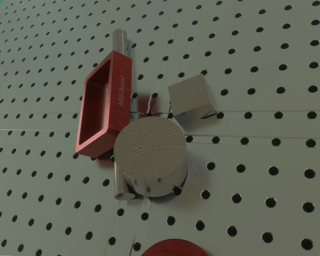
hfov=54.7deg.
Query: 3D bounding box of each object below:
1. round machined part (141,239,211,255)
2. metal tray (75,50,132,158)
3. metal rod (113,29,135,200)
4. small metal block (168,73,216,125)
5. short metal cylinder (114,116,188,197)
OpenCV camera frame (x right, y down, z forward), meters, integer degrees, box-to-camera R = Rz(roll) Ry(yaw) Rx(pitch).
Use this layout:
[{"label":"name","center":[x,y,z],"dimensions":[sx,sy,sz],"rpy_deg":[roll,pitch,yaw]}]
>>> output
[{"label":"round machined part","center":[0.011,0.156,0.295],"dimensions":[0.098,0.042,0.098],"rpy_deg":[-13,56,20]},{"label":"metal tray","center":[-0.078,-0.033,0.435],"dimensions":[0.090,0.030,0.130],"rpy_deg":[-30,50,43]},{"label":"metal rod","center":[-0.057,-0.040,0.460],"dimensions":[0.025,0.025,0.299],"rpy_deg":[-18,55,17]},{"label":"small metal block","center":[0.042,-0.038,0.409],"dimensions":[0.050,0.025,0.050],"rpy_deg":[-20,54,16]},{"label":"short metal cylinder","center":[-0.008,0.033,0.361],"dimensions":[0.080,0.050,0.080],"rpy_deg":[-3,57,5]}]
